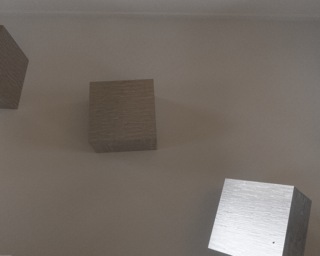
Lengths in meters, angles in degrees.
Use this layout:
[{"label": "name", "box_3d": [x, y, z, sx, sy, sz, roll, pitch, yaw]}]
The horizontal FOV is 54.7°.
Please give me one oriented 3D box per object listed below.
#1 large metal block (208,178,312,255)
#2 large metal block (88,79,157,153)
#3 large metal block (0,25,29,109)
[{"label": "large metal block", "box_3d": [0.109, 0.105, 0.337, 0.080, 0.050, 0.080, -2, 62, 46]}, {"label": "large metal block", "box_3d": [-0.046, -0.014, 0.401, 0.081, 0.050, 0.080, -3, 70, -1]}, {"label": "large metal block", "box_3d": [-0.221, -0.078, 0.407, 0.050, 0.080, 0.080, 3, 70, 1]}]
